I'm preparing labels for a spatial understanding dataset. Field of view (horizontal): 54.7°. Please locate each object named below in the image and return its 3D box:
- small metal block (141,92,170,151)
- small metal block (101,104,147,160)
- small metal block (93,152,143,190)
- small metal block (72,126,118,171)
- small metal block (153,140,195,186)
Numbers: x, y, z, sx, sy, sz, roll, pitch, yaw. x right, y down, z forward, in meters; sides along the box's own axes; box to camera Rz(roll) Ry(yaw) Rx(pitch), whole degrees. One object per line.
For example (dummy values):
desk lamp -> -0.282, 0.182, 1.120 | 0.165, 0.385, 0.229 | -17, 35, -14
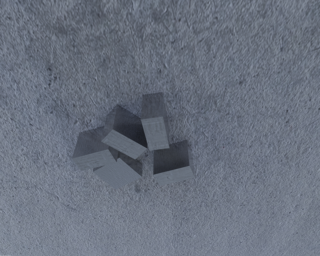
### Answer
small metal block -> -0.005, -0.009, 0.383 | 0.025, 0.050, 0.050 | -8, 130, 6
small metal block -> -0.043, 0.005, 0.394 | 0.050, 0.050, 0.025 | 32, 123, -24
small metal block -> -0.061, 0.059, 0.457 | 0.050, 0.025, 0.050 | -29, 125, 22
small metal block -> -0.083, 0.025, 0.411 | 0.050, 0.050, 0.025 | -15, 129, 12
small metal block -> 0.019, 0.048, 0.432 | 0.050, 0.050, 0.025 | -16, 128, 13
